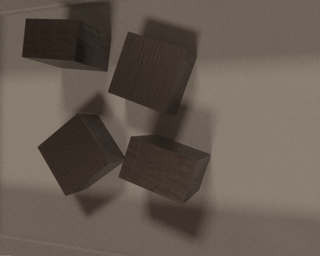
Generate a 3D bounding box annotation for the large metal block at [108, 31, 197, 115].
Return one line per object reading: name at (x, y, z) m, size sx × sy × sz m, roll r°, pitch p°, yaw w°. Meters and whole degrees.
large metal block at (-0.009, -0.069, 0.400) m, size 0.080 × 0.050 × 0.080 m, roll 22°, pitch 97°, yaw 18°

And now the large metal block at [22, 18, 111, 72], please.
large metal block at (-0.124, -0.111, 0.424) m, size 0.080 × 0.080 × 0.050 m, roll 8°, pitch 93°, yaw 19°

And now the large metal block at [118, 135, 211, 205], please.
large metal block at (0.009, 0.045, 0.377) m, size 0.080 × 0.080 × 0.050 m, roll 19°, pitch 97°, yaw 18°

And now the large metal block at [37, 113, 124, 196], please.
large metal block at (-0.109, 0.036, 0.434) m, size 0.080 × 0.050 × 0.080 m, roll -37°, pitch 79°, yaw 16°
